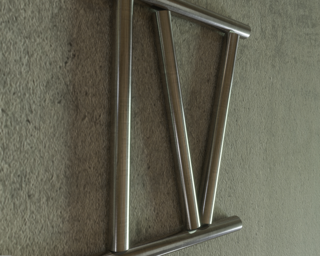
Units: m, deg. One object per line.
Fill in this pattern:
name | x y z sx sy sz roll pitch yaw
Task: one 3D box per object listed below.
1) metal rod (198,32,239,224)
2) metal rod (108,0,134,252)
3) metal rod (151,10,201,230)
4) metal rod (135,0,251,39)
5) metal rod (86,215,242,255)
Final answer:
metal rod | 0.091 -0.005 0.484 0.025 0.025 0.299 17 79 -39
metal rod | -0.046 -0.008 0.368 0.025 0.025 0.298 2 89 -40
metal rod | 0.024 -0.005 0.427 0.025 0.025 0.298 -15 100 -39
metal rod | 0.030 -0.167 0.433 0.302 0.025 0.025 1 89 -40
metal rod | 0.011 0.156 0.417 0.302 0.025 0.025 1 89 -40
